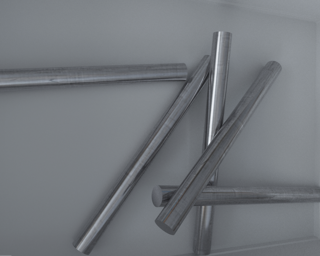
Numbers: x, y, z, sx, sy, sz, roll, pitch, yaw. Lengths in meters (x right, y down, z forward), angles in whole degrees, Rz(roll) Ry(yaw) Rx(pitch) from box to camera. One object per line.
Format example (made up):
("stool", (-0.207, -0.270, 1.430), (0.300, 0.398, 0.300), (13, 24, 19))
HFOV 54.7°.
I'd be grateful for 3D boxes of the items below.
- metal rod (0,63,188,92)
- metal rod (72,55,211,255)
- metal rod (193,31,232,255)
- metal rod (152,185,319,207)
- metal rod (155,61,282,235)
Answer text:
("metal rod", (-0.109, -0.060, 0.370), (0.303, 0.025, 0.025), (-6, 92, -20))
("metal rod", (-0.012, 0.026, 0.406), (0.025, 0.025, 0.300), (38, 78, -16))
("metal rod", (0.070, 0.024, 0.420), (0.025, 0.025, 0.298), (3, 95, -20))
("metal rod", (0.127, 0.094, 0.431), (0.302, 0.025, 0.025), (7, 88, -30))
("metal rod", (0.090, 0.006, 0.400), (0.025, 0.025, 0.301), (49, 59, -14))
